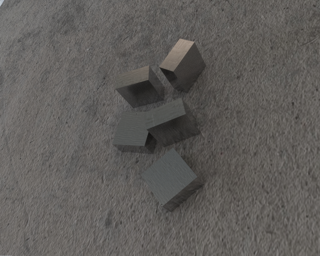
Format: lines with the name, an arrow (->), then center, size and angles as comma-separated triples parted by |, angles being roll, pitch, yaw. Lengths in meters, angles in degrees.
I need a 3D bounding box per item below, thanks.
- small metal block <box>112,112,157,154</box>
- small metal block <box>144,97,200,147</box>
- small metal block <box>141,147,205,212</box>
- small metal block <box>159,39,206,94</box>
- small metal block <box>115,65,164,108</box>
small metal block -> -0.030, 0.006, 0.416 | 0.050, 0.025, 0.050 | 2, 62, 29
small metal block -> 0.015, -0.005, 0.383 | 0.050, 0.050, 0.025 | -22, 54, 15
small metal block -> 0.014, 0.060, 0.360 | 0.050, 0.025, 0.050 | -40, 51, 0
small metal block -> 0.032, -0.084, 0.422 | 0.025, 0.050, 0.050 | 26, 76, 37
small metal block -> -0.027, -0.057, 0.437 | 0.050, 0.050, 0.025 | -12, 57, 21
